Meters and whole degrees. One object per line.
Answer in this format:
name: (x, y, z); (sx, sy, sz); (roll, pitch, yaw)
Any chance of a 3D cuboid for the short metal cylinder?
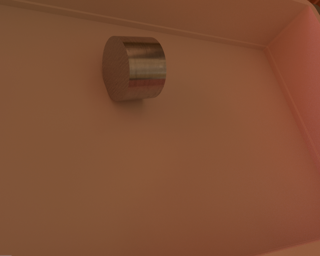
short metal cylinder: (-0.035, -0.076, 0.398); (0.050, 0.080, 0.080); (-9, 66, -32)
